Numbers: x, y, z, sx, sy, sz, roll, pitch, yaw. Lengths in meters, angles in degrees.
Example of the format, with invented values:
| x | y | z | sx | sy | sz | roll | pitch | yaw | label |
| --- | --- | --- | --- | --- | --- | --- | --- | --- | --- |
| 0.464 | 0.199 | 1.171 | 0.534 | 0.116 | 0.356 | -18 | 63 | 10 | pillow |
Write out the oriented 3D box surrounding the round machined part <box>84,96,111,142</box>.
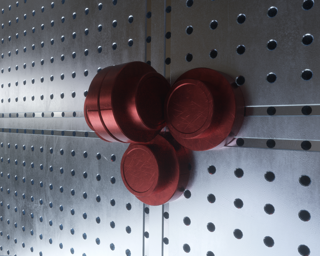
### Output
| x | y | z | sx | sy | sz | roll | pitch | yaw | label |
| --- | --- | --- | --- | --- | --- | --- | --- | --- | --- |
| -0.075 | -0.027 | 0.457 | 0.098 | 0.042 | 0.097 | 0 | 90 | 39 | round machined part |

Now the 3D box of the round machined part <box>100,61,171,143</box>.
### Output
| x | y | z | sx | sy | sz | roll | pitch | yaw | label |
| --- | --- | --- | --- | --- | --- | --- | --- | --- | --- |
| -0.020 | -0.031 | 0.369 | 0.042 | 0.099 | 0.097 | -1 | 90 | 40 | round machined part |

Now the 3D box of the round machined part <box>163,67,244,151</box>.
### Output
| x | y | z | sx | sy | sz | roll | pitch | yaw | label |
| --- | --- | --- | --- | --- | --- | --- | --- | --- | --- |
| 0.043 | -0.022 | 0.360 | 0.098 | 0.042 | 0.097 | 0 | 90 | 39 | round machined part |

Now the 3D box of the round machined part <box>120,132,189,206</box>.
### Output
| x | y | z | sx | sy | sz | roll | pitch | yaw | label |
| --- | --- | --- | --- | --- | --- | --- | --- | --- | --- |
| -0.014 | 0.054 | 0.407 | 0.098 | 0.042 | 0.097 | 0 | 90 | 39 | round machined part |

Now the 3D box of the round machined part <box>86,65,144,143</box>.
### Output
| x | y | z | sx | sy | sz | roll | pitch | yaw | label |
| --- | --- | --- | --- | --- | --- | --- | --- | --- | --- |
| -0.054 | -0.030 | 0.396 | 0.042 | 0.099 | 0.097 | 2 | 91 | 40 | round machined part |
